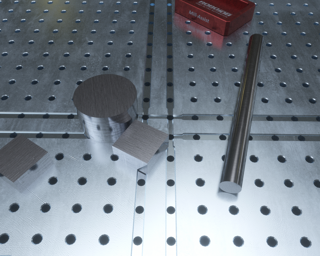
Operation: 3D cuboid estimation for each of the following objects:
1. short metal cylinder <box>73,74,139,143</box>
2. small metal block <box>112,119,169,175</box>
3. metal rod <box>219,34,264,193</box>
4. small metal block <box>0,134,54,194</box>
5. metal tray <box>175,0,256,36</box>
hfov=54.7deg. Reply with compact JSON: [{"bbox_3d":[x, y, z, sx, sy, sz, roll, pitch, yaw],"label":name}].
[{"bbox_3d":[-0.070,-0.027,0.413,0.080,0.050,0.080,0,50,0],"label":"short metal cylinder"},{"bbox_3d":[-0.023,0.023,0.388,0.050,0.025,0.050,25,54,19],"label":"small metal block"},{"bbox_3d":[0.123,-0.042,0.443,0.025,0.025,0.300,13,51,11],"label":"metal rod"},{"bbox_3d":[-0.167,0.041,0.372,0.050,0.025,0.050,28,55,21],"label":"small metal block"},{"bbox_3d":[0.104,-0.234,0.600,0.130,0.030,0.090,37,59,26],"label":"metal tray"}]
